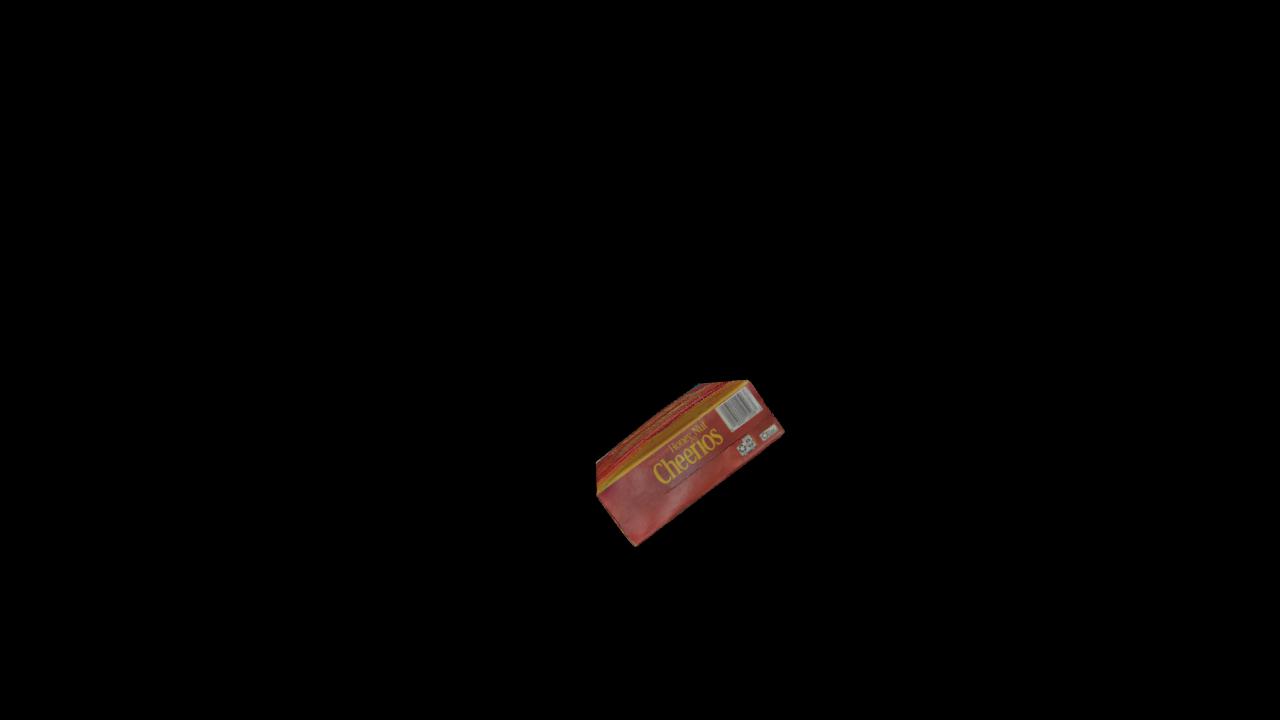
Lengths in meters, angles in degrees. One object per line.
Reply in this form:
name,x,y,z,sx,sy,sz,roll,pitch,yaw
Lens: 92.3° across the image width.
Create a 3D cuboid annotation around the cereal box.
cereal box,0.042,0.113,0.780,0.203,0.081,0.306,-36,1,-5
